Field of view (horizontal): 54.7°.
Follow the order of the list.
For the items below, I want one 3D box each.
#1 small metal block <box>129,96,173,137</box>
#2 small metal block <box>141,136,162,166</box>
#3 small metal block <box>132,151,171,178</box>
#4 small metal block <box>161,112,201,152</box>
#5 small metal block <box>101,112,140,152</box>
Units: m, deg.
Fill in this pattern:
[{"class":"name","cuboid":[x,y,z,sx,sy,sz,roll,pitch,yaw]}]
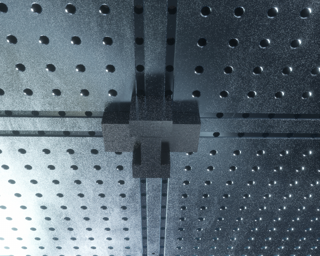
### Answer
[{"class":"small metal block","cuboid":[-0.011,-0.015,0.382,0.050,0.050,0.025,1,130,-1]},{"class":"small metal block","cuboid":[-0.011,0.014,0.406,0.025,0.050,0.050,1,130,-1]},{"class":"small metal block","cuboid":[-0.012,0.042,0.431,0.050,0.050,0.025,1,130,-1]},{"class":"small metal block","cuboid":[0.026,0.006,0.417,0.050,0.025,0.050,1,130,-1]},{"class":"small metal block","cuboid":[-0.049,0.006,0.415,0.050,0.025,0.050,0,130,-1]}]
